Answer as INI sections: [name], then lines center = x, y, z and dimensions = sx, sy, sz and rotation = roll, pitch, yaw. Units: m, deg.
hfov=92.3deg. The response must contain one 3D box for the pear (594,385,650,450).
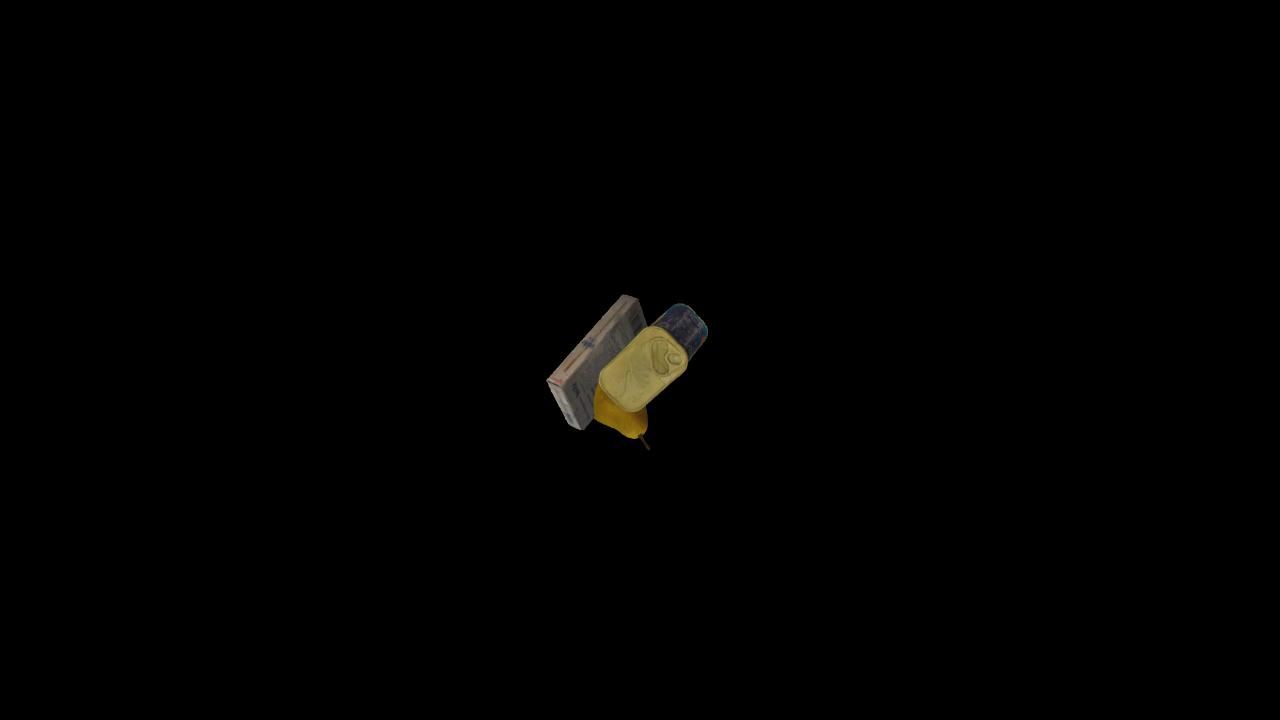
[pear]
center = -0.020, 0.058, 0.734
dimensions = 0.080, 0.080, 0.111
rotation = 0, 37, -39

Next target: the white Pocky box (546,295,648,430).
[white Pocky box]
center = -0.043, 0.002, 0.736
dimensions = 0.028, 0.154, 0.084
rotation = 20, -34, 32

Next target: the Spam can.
[Spam can]
center = 0.016, -0.005, 0.642
dimensions = 0.101, 0.058, 0.085
rotation = -42, 2, 31
